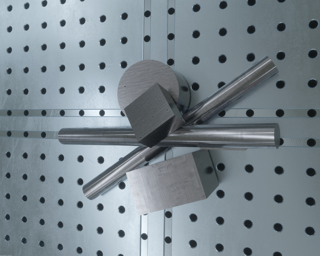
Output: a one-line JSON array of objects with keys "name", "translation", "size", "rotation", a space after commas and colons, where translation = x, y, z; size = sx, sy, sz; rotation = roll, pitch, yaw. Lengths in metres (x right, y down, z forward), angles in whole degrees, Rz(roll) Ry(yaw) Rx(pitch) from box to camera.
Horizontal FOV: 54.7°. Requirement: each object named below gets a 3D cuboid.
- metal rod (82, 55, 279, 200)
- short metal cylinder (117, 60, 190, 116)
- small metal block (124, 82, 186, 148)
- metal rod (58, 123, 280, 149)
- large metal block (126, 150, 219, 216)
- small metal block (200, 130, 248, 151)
[{"name": "metal rod", "translation": [0.015, 0.009, 0.404], "size": [0.300, 0.025, 0.025], "rotation": [-36, 79, 16]}, {"name": "short metal cylinder", "translation": [-0.007, -0.043, 0.398], "size": [0.080, 0.050, 0.079], "rotation": [0, 89, 20]}, {"name": "small metal block", "translation": [-0.007, -0.014, 0.349], "size": [0.050, 0.025, 0.050], "rotation": [-37, 56, 16]}, {"name": "metal rod", "translation": [-0.014, 0.010, 0.376], "size": [0.300, 0.025, 0.025], "rotation": [-1, 90, 33]}, {"name": "large metal block", "translation": [0.018, 0.061, 0.372], "size": [0.080, 0.080, 0.050], "rotation": [-19, 84, 19]}, {"name": "small metal block", "translation": [0.078, 0.012, 0.368], "size": [0.050, 0.050, 0.025], "rotation": [0, 90, 21]}]
